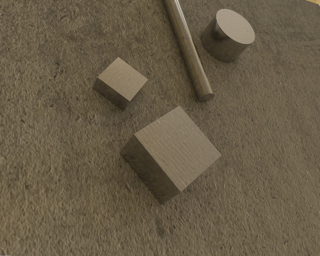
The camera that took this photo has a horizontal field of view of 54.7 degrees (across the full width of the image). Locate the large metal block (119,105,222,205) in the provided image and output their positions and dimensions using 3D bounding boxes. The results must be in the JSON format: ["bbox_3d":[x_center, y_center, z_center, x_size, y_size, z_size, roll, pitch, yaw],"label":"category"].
[{"bbox_3d":[0.013,0.031,0.375,0.081,0.050,0.080,-34,81,-38],"label":"large metal block"}]

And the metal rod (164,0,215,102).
[{"bbox_3d":[0.034,-0.177,0.529,0.025,0.025,0.299,-2,63,-29],"label":"metal rod"}]

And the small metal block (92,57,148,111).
[{"bbox_3d":[-0.052,-0.059,0.411,0.050,0.025,0.050,37,51,-4],"label":"small metal block"}]

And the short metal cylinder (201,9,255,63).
[{"bbox_3d":[0.120,-0.164,0.553,0.081,0.050,0.080,14,56,-21],"label":"short metal cylinder"}]
